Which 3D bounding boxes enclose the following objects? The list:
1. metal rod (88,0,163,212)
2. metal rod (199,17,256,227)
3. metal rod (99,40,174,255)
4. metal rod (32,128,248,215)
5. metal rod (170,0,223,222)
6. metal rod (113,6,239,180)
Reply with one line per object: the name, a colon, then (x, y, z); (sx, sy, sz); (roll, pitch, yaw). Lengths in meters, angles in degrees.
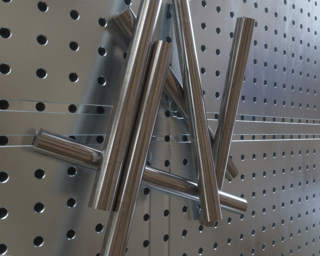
metal rod: (-0.029, -0.061, 0.345); (0.025, 0.025, 0.299); (23, 73, -38)
metal rod: (0.094, -0.002, 0.445); (0.025, 0.025, 0.298); (1, 102, -40)
metal rod: (-0.029, 0.046, 0.334); (0.025, 0.025, 0.299); (23, 75, -38)
metal rod: (-0.001, 0.064, 0.382); (0.302, 0.025, 0.025); (23, 75, -30)
metal rod: (0.046, -0.033, 0.408); (0.025, 0.025, 0.299); (0, 78, -40)
metal rod: (0.035, -0.032, 0.437); (0.300, 0.025, 0.025); (52, 60, -27)
